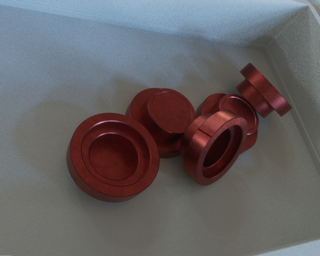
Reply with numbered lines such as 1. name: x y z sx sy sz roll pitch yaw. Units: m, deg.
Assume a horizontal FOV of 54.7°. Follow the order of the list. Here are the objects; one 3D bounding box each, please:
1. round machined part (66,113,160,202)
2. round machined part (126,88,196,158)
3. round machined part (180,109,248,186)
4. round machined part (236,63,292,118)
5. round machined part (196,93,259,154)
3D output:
1. round machined part: -0.054 0.035 0.344 0.099 0.042 0.098 14 56 -21
2. round machined part: 0.008 -0.013 0.407 0.099 0.042 0.098 13 56 -21
3. round machined part: 0.063 0.020 0.390 0.099 0.097 0.042 -24 44 -36
4. round machined part: 0.160 -0.054 0.494 0.098 0.042 0.098 42 18 -17
5. round machined part: 0.106 -0.011 0.458 0.099 0.042 0.098 14 56 -21
